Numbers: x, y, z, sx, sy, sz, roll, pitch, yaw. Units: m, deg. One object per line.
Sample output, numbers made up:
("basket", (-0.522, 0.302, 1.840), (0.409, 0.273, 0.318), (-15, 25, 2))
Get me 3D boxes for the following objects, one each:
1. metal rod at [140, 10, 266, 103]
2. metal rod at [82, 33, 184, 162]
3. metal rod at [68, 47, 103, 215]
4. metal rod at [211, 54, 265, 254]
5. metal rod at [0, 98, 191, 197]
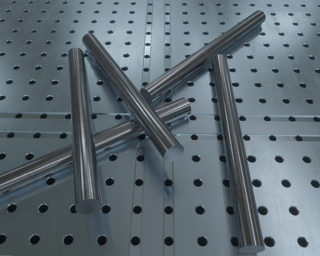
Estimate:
("metal rod", (0.085, -0.129, 0.516), (0.025, 0.025, 0.302), (37, 59, 26))
("metal rod", (-0.053, -0.062, 0.435), (0.025, 0.025, 0.300), (-21, 46, -17))
("metal rod", (-0.102, -0.023, 0.399), (0.025, 0.025, 0.300), (-10, 43, -9))
("metal rod", (0.093, 0.006, 0.403), (0.025, 0.025, 0.300), (1, 50, 0))
("metal rod", (-0.094, 0.026, 0.384), (0.302, 0.025, 0.025), (-24, 54, -19))
